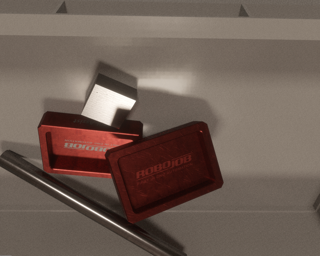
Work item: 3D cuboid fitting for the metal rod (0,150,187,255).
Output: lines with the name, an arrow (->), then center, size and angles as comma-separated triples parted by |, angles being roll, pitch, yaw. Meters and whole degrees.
metal rod -> -0.096, 0.119, 0.448 | 0.301, 0.025, 0.025 | 31, 125, -2

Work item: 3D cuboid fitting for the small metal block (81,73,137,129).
small metal block -> -0.062, -0.032, 0.381 | 0.050, 0.025, 0.050 | 22, 127, -18

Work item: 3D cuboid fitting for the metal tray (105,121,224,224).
metal tray -> 0.007, 0.052, 0.390 | 0.131, 0.030, 0.089 | -18, 97, -16

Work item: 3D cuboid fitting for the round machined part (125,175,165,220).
round machined part -> -0.013, 0.092, 0.456 | 0.099, 0.042, 0.098 | -30, 156, -14

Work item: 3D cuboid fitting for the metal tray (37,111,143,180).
metal tray -> -0.093, 0.027, 0.427 | 0.131, 0.030, 0.089 | 6, 130, -6
